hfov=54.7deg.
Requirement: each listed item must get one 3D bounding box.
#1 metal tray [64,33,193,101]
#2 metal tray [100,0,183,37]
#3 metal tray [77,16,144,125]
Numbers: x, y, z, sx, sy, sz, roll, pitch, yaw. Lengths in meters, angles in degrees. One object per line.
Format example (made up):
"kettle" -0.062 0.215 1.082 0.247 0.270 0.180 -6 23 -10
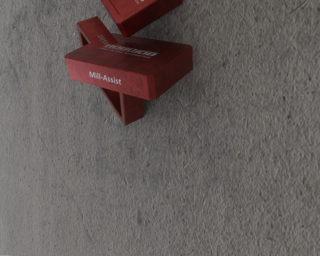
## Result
"metal tray" -0.037 -0.080 0.376 0.130 0.090 0.030 18 131 29
"metal tray" -0.040 -0.192 0.407 0.090 0.030 0.130 -32 67 1
"metal tray" -0.067 -0.078 0.425 0.130 0.030 0.090 54 159 26
